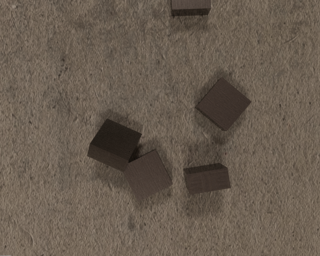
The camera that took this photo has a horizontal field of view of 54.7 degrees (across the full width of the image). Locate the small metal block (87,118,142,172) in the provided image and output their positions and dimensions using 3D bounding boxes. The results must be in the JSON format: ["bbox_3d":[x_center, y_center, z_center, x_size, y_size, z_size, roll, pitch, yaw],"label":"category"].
[{"bbox_3d":[-0.057,0.021,0.395,0.050,0.050,0.025,24,133,0],"label":"small metal block"}]

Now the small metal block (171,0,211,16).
[{"bbox_3d":[0.040,-0.178,0.410,0.050,0.025,0.050,-2,90,-1],"label":"small metal block"}]

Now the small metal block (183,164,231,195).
[{"bbox_3d":[0.059,0.064,0.398,0.050,0.050,0.025,-9,90,0],"label":"small metal block"}]

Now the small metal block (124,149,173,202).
[{"bbox_3d":[-0.017,0.061,0.410,0.050,0.025,0.050,-27,91,-1],"label":"small metal block"}]

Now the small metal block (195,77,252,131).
[{"bbox_3d":[0.083,-0.031,0.411,0.050,0.025,0.050,40,90,-1],"label":"small metal block"}]
